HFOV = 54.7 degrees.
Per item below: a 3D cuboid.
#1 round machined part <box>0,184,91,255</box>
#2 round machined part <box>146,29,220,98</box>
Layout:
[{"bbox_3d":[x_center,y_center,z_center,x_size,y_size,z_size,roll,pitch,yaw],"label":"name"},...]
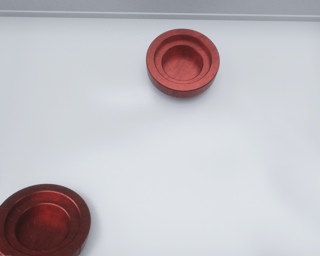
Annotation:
[{"bbox_3d":[-0.129,0.114,0.342,0.099,0.042,0.098,11,40,-10],"label":"round machined part"},{"bbox_3d":[0.031,-0.086,0.432,0.099,0.042,0.098,0,70,-1],"label":"round machined part"}]
